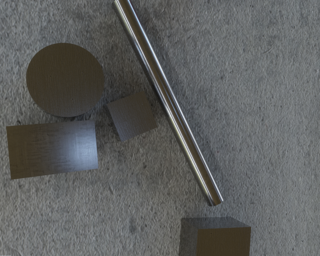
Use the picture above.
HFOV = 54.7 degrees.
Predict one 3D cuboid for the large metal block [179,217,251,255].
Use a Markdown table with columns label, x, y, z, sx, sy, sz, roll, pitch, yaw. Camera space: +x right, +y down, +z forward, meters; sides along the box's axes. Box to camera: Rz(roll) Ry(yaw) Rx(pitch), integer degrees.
| label | x | y | z | sx | sy | sz | roll | pitch | yaw |
| --- | --- | --- | --- | --- | --- | --- | --- | --- | --- |
| large metal block | 0.073 | 0.169 | 0.425 | 0.081 | 0.050 | 0.080 | 5 | 89 | -20 |

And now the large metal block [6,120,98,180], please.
| label | x | y | z | sx | sy | sz | roll | pitch | yaw |
| --- | --- | --- | --- | --- | --- | --- | --- | --- | --- |
| large metal block | -0.116 | 0.019 | 0.337 | 0.081 | 0.080 | 0.050 | -5 | 92 | -20 |

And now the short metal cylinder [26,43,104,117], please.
| label | x | y | z | sx | sy | sz | roll | pitch | yaw |
| --- | --- | --- | --- | --- | --- | --- | --- | --- | --- |
| short metal cylinder | -0.109 | -0.052 | 0.356 | 0.081 | 0.050 | 0.079 | 0 | 90 | -21 |

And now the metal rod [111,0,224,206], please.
| label | x | y | z | sx | sy | sz | roll | pitch | yaw |
| --- | --- | --- | --- | --- | --- | --- | --- | --- | --- |
| metal rod | 0.015 | -0.028 | 0.415 | 0.025 | 0.025 | 0.299 | -29 | 100 | -18 |

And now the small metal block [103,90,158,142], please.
| label | x | y | z | sx | sy | sz | roll | pitch | yaw |
| --- | --- | --- | --- | --- | --- | --- | --- | --- | --- |
| small metal block | -0.038 | -0.015 | 0.396 | 0.050 | 0.025 | 0.050 | -23 | 98 | -19 |
